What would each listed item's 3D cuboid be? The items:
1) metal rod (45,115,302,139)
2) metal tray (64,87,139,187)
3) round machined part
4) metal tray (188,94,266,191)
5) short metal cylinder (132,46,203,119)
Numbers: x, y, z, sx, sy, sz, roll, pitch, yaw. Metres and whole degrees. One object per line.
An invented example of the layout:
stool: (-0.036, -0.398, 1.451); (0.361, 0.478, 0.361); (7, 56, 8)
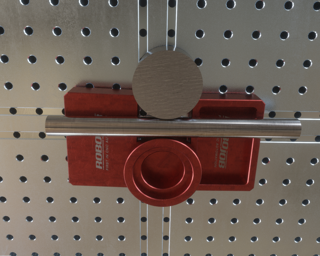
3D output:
metal rod: (0.017, -0.001, 0.377); (0.302, 0.025, 0.025); (1, 110, -1)
metal tray: (-0.074, 0.014, 0.410); (0.091, 0.030, 0.129); (2, 110, -1)
round machined part: (0.004, 0.051, 0.409); (0.099, 0.042, 0.097); (0, 110, 0)
metal tray: (0.084, 0.021, 0.415); (0.091, 0.030, 0.129); (1, 110, -1)
short metal cylinder: (0.009, -0.056, 0.375); (0.081, 0.050, 0.079); (0, 110, 0)
